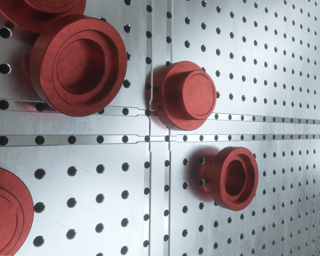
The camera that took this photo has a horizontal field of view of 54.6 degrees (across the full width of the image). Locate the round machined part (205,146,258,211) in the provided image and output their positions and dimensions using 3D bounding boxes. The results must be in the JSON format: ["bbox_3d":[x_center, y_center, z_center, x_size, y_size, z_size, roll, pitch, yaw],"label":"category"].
[{"bbox_3d":[0.109,0.077,0.488,0.099,0.042,0.097,0,90,-40],"label":"round machined part"}]

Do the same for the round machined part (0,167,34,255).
[{"bbox_3d":[-0.158,0.080,0.265,0.099,0.042,0.097,0,90,-40],"label":"round machined part"}]

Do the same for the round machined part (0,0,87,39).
[{"bbox_3d":[-0.116,-0.139,0.300,0.099,0.042,0.097,0,91,-40],"label":"round machined part"}]

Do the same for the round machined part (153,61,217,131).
[{"bbox_3d":[0.041,-0.044,0.431,0.099,0.042,0.097,0,90,-40],"label":"round machined part"}]

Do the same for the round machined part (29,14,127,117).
[{"bbox_3d":[-0.084,-0.064,0.312,0.099,0.042,0.097,-29,132,-37],"label":"round machined part"}]
